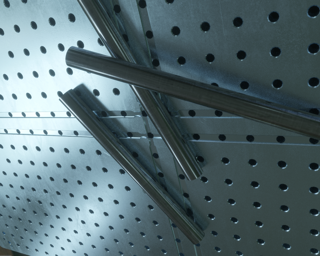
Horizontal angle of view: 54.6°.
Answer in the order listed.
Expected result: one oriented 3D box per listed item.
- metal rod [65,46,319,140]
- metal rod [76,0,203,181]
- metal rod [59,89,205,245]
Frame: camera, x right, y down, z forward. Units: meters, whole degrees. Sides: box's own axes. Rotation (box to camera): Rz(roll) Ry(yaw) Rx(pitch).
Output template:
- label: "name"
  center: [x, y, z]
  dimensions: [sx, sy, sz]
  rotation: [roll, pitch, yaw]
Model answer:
- label: "metal rod"
  center: [0.035, -0.042, 0.346]
  dimensions: [0.301, 0.025, 0.025]
  rotation: [17, 126, 10]
- label: "metal rod"
  center: [-0.028, -0.059, 0.389]
  dimensions: [0.025, 0.025, 0.299]
  rotation: [-21, 107, 36]
- label: "metal rod"
  center: [-0.039, 0.062, 0.470]
  dimensions: [0.300, 0.025, 0.025]
  rotation: [48, 129, -6]
